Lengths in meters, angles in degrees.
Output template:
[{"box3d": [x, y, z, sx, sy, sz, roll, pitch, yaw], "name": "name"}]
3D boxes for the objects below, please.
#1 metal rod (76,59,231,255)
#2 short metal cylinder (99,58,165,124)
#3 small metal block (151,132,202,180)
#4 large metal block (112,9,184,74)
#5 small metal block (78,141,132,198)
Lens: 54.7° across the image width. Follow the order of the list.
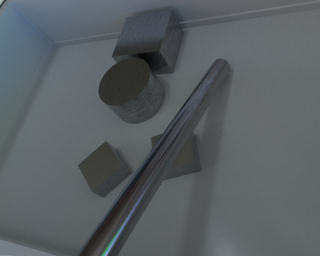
[{"box3d": [0.016, 0.009, 0.314, 0.025, 0.025, 0.301, 5, 40, 30], "name": "metal rod"}, {"box3d": [-0.039, -0.053, 0.441, 0.080, 0.050, 0.080, -13, 56, 20], "name": "short metal cylinder"}, {"box3d": [0.019, 0.031, 0.376, 0.050, 0.025, 0.050, -17, 55, 17], "name": "small metal block"}, {"box3d": [-0.016, -0.129, 0.476, 0.080, 0.050, 0.080, 1, 62, 28], "name": "large metal block"}, {"box3d": [-0.073, 0.054, 0.409, 0.050, 0.025, 0.050, -41, 51, 0], "name": "small metal block"}]
